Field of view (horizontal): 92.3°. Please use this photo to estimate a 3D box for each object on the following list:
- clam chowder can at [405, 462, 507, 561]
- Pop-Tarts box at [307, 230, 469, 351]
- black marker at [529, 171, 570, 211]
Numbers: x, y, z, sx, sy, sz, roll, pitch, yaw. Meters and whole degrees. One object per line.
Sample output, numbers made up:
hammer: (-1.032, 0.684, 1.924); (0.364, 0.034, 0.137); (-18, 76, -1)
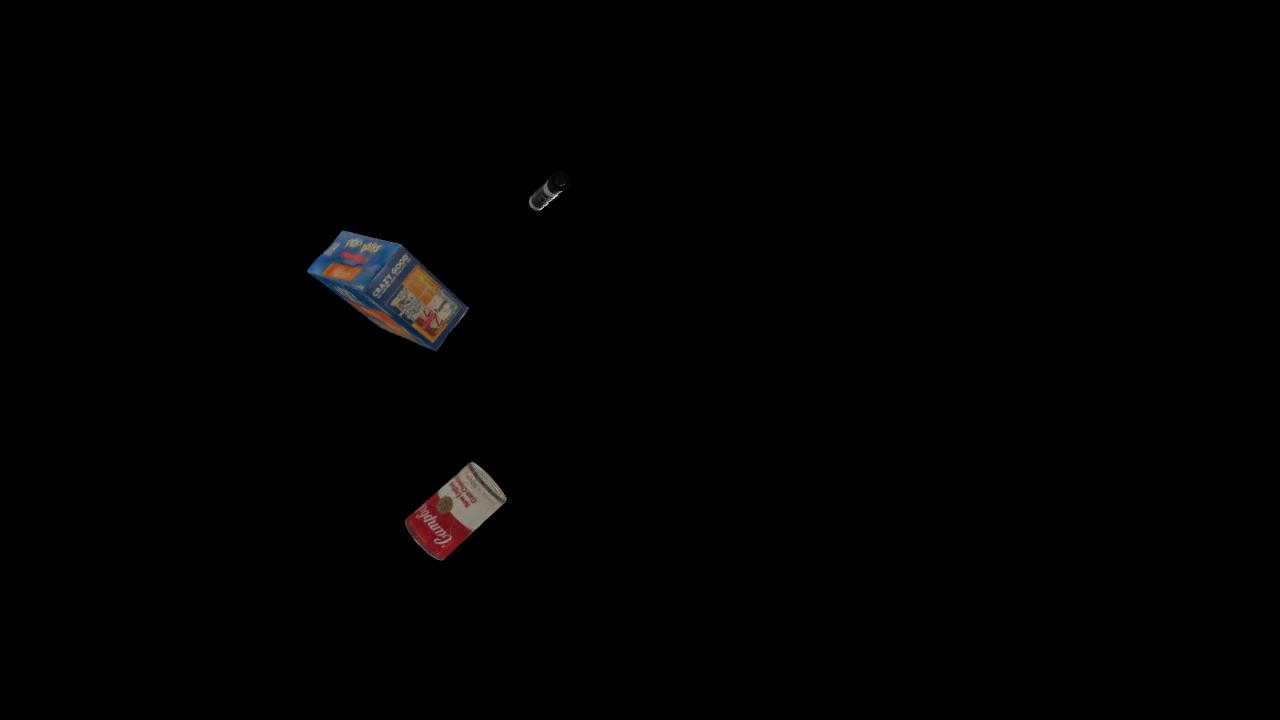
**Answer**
clam chowder can: (-0.221, 0.182, 0.746); (0.102, 0.068, 0.068); (-42, 9, -10)
Pop-Tarts box: (-0.356, -0.099, 0.871); (0.167, 0.083, 0.141); (17, -23, 37)
black marker: (-0.096, -0.175, 0.640); (0.020, 0.020, 0.121); (0, 4, -21)
